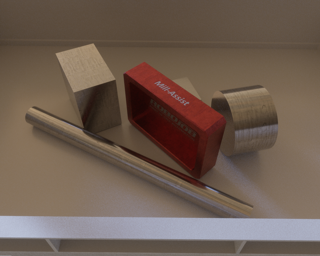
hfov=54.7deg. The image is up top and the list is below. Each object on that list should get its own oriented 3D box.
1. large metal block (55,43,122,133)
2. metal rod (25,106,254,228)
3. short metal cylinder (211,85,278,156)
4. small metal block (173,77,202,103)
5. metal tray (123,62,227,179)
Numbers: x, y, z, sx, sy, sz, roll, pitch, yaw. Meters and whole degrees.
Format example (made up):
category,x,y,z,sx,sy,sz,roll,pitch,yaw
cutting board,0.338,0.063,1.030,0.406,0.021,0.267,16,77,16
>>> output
category,x,y,z,sx,sy,sz,roll,pitch,yaw
large metal block,-0.093,-0.050,0.409,0.050,0.080,0.080,-21,53,-17
metal rod,-0.039,0.038,0.371,0.301,0.025,0.025,23,54,17
short metal cylinder,0.099,-0.009,0.376,0.050,0.080,0.080,-10,51,-7
small metal block,0.024,-0.042,0.437,0.050,0.025,0.050,-15,52,-13
metal tray,0.012,-0.009,0.368,0.030,0.089,0.130,-36,59,-27
